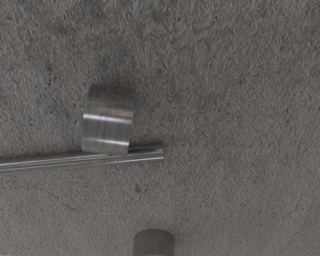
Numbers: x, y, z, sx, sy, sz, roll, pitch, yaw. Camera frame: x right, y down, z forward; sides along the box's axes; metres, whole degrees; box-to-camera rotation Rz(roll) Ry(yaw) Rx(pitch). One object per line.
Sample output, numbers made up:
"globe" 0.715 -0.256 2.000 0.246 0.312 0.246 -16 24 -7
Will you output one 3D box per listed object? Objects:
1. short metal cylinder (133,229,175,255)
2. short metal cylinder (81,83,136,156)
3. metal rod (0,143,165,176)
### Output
"short metal cylinder" -0.012 0.237 0.593 0.081 0.050 0.079 0 130 0
"short metal cylinder" -0.059 -0.009 0.363 0.050 0.080 0.079 8 130 -7
"metal rod" -0.144 0.049 0.446 0.302 0.025 0.025 -6 130 4
